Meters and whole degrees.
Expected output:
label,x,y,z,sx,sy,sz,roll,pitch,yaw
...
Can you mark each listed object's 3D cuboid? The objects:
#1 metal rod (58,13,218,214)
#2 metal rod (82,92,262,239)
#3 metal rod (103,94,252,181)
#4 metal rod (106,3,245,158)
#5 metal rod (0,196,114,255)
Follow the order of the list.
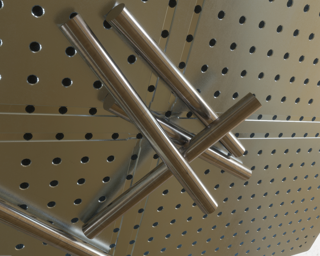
label,x,y,z,sx,sy,sz,roll,pitch,yaw
metal rod,-0.009,0.003,0.368,0.025,0.025,0.300,-38,117,-3
metal rod,0.011,0.057,0.427,0.300,0.025,0.025,-39,130,9
metal rod,0.046,0.024,0.453,0.301,0.025,0.025,28,103,-38
metal rod,0.041,-0.040,0.410,0.025,0.025,0.300,-45,130,3
metal rod,-0.157,0.134,0.408,0.025,0.025,0.300,-41,130,0
